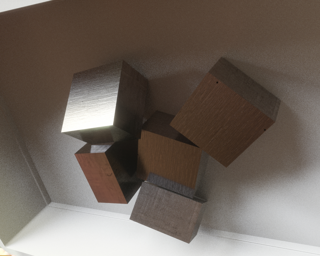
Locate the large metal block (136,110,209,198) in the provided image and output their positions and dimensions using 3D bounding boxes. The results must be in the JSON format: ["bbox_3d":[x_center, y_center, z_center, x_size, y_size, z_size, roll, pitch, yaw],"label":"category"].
[{"bbox_3d":[0.018,0.033,0.401,0.080,0.050,0.079,18,125,17],"label":"large metal block"}]

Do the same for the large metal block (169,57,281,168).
[{"bbox_3d":[0.071,-0.017,0.342,0.080,0.050,0.080,37,129,2],"label":"large metal block"}]

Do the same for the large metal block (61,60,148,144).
[{"bbox_3d":[-0.066,-0.028,0.380,0.080,0.080,0.050,-7,157,32],"label":"large metal block"}]

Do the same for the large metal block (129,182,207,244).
[{"bbox_3d":[0.015,0.112,0.423,0.080,0.080,0.050,17,83,16],"label":"large metal block"}]

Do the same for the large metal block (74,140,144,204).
[{"bbox_3d":[-0.059,0.047,0.430,0.050,0.080,0.080,-6,116,30],"label":"large metal block"}]
